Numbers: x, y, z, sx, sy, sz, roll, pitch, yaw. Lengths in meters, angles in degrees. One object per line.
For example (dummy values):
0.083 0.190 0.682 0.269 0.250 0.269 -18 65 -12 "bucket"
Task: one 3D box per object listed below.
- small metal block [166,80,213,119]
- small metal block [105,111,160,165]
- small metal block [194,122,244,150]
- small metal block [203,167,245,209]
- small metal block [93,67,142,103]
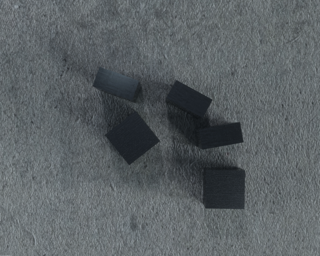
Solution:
0.036 -0.035 0.398 0.050 0.050 0.025 28 90 0 "small metal block"
-0.035 0.013 0.410 0.050 0.025 0.050 -38 90 0 "small metal block"
0.074 0.009 0.398 0.050 0.050 0.025 -10 90 0 "small metal block"
0.084 0.079 0.411 0.050 0.025 0.050 1 90 0 "small metal block"
-0.053 -0.054 0.397 0.050 0.050 0.025 20 90 0 "small metal block"
